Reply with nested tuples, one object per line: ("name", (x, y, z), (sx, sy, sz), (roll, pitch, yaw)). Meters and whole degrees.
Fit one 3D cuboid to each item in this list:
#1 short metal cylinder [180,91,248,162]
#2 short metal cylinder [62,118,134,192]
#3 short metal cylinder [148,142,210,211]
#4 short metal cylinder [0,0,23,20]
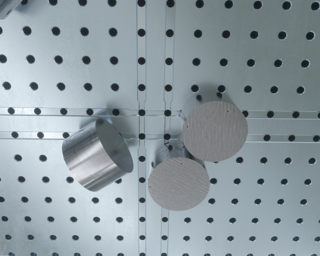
("short metal cylinder", (0.067, -0.003, 0.400), (0.081, 0.050, 0.079), (0, 110, -1))
("short metal cylinder", (-0.077, 0.034, 0.396), (0.050, 0.080, 0.080), (-31, 108, 10))
("short metal cylinder", (0.024, 0.065, 0.425), (0.081, 0.050, 0.079), (0, 110, -1))
("short metal cylinder", (-0.180, -0.162, 0.322), (0.050, 0.080, 0.080), (-40, 106, 13))
